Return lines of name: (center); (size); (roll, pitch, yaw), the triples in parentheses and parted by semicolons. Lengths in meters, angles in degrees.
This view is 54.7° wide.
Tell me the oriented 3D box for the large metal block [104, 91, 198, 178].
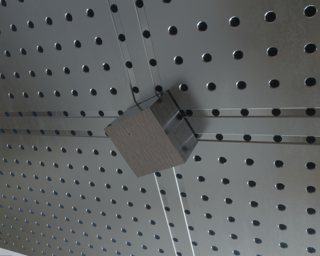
large metal block: (-0.011, 0.010, 0.402); (0.080, 0.050, 0.080); (-23, 107, 36)
